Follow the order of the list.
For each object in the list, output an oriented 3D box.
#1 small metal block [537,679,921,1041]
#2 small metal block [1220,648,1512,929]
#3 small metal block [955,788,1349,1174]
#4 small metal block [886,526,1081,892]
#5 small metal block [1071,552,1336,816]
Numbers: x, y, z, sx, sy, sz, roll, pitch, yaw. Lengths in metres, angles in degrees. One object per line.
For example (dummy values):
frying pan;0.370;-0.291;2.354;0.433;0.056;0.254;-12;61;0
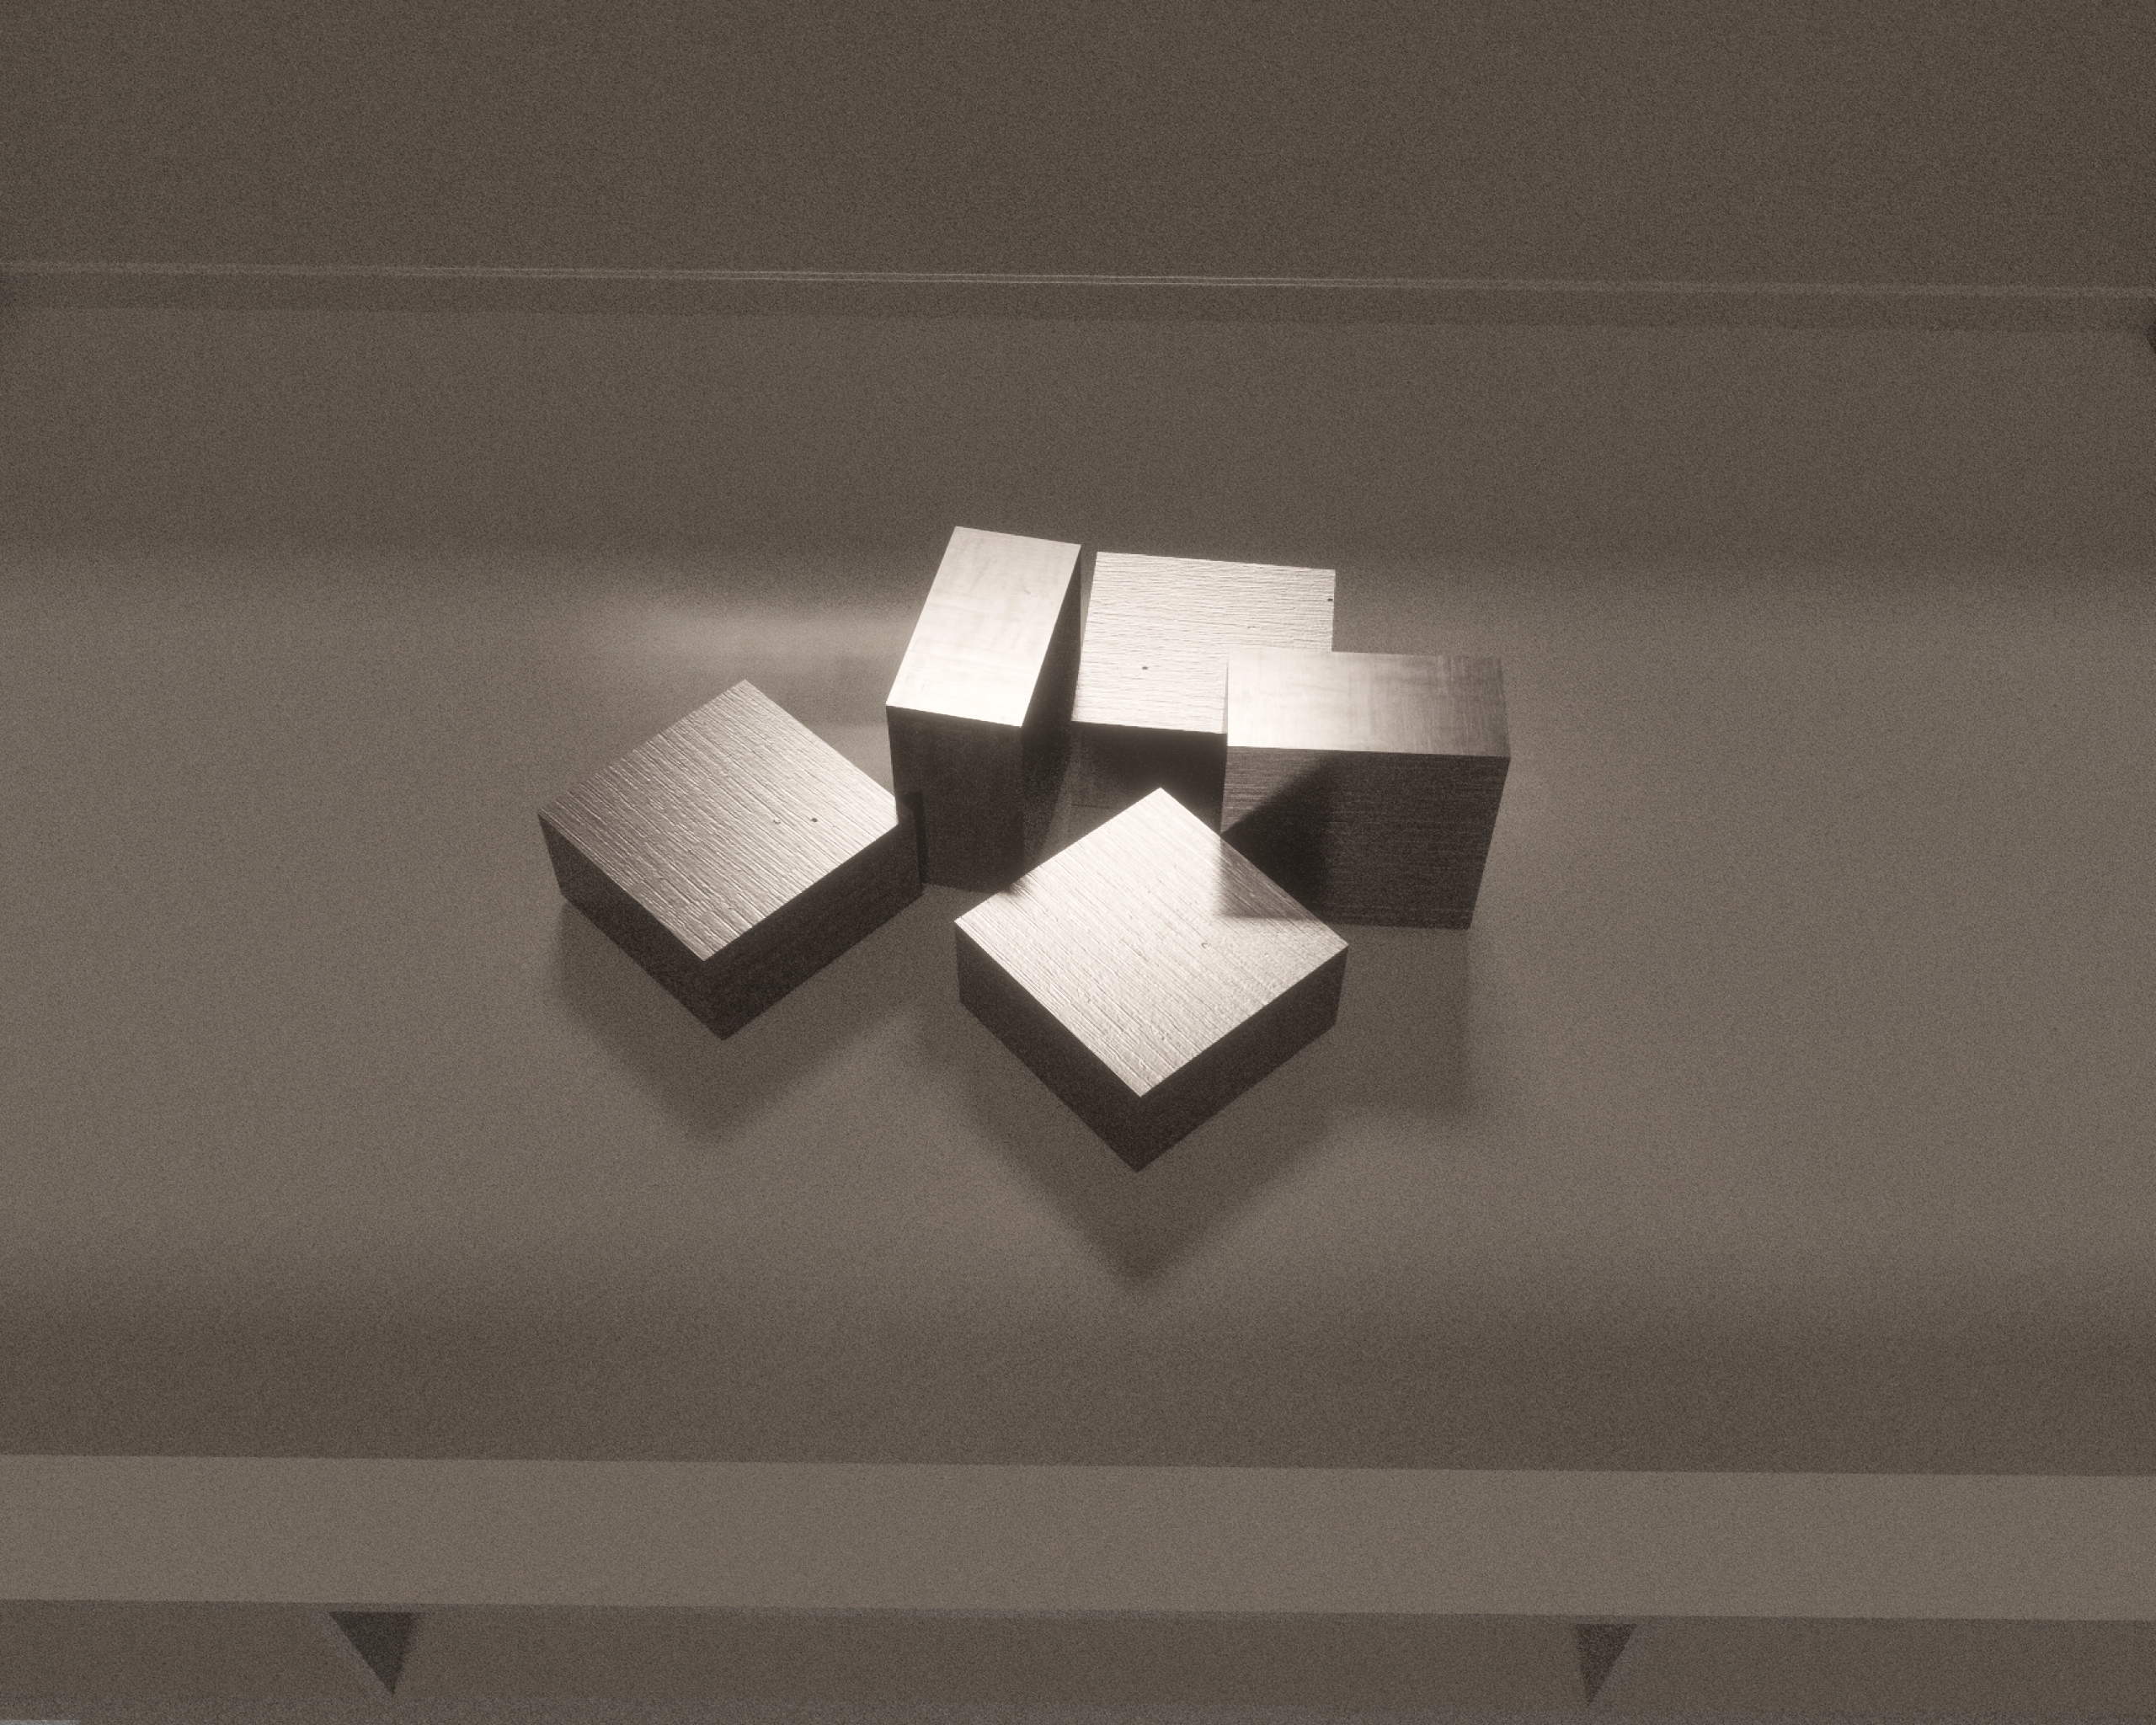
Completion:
small metal block;-0.067;-0.002;0.403;0.050;0.025;0.050;38;59;27
small metal block;0.052;-0.013;0.398;0.050;0.050;0.025;2;50;1
small metal block;0.013;0.021;0.385;0.050;0.025;0.050;-33;58;-25
small metal block;-0.017;-0.029;0.410;0.025;0.050;0.050;10;51;8
small metal block;0.026;-0.037;0.434;0.050;0.025;0.050;5;50;4
